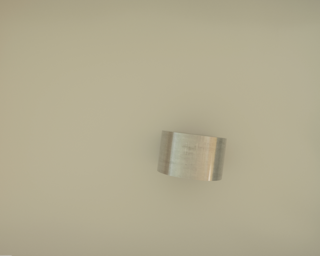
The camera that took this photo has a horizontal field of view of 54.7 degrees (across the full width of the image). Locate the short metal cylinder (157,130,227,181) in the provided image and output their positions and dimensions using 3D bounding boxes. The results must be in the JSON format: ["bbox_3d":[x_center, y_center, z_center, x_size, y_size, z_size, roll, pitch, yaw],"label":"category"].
[{"bbox_3d":[0.039,0.033,0.385,0.081,0.080,0.050,7,90,-1],"label":"short metal cylinder"}]
